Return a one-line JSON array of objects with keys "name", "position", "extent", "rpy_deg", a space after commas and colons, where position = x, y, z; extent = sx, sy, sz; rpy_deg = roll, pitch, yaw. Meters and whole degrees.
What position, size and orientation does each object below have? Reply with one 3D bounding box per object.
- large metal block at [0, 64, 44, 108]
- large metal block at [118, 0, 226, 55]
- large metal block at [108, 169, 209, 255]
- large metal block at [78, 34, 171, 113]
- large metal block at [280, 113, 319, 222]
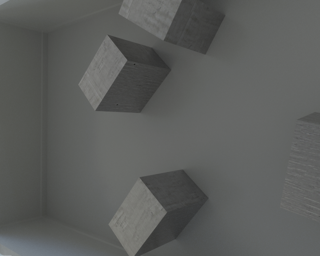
[{"name": "large metal block", "position": [-0.279, -0.081, 0.624], "extent": [0.080, 0.050, 0.080], "rpy_deg": [1, 91, 40]}, {"name": "large metal block", "position": [0.014, -0.132, 0.359], "extent": [0.080, 0.081, 0.050], "rpy_deg": [40, 115, 32]}, {"name": "large metal block", "position": [-0.001, 0.100, 0.372], "extent": [0.050, 0.081, 0.080], "rpy_deg": [47, 118, 30]}, {"name": "large metal block", "position": [-0.046, -0.067, 0.409], "extent": [0.080, 0.081, 0.050], "rpy_deg": [-52, 60, 28]}, {"name": "large metal block", "position": [0.155, 0.037, 0.255], "extent": [0.080, 0.050, 0.079], "rpy_deg": [17, 110, 39]}]
